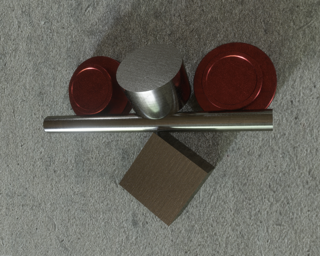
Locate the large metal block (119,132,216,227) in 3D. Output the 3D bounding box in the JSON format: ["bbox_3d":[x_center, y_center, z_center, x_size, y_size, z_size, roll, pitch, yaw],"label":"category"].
[{"bbox_3d":[0.010,0.060,0.391,0.080,0.050,0.080,37,102,16],"label":"large metal block"}]

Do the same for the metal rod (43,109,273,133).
[{"bbox_3d":[-0.017,-0.007,0.393,0.301,0.025,0.025,-1,90,19],"label":"metal rod"}]

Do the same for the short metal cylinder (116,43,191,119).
[{"bbox_3d":[-0.006,-0.057,0.379,0.080,0.050,0.080,-10,52,13],"label":"short metal cylinder"}]

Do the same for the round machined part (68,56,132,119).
[{"bbox_3d":[-0.086,-0.052,0.431,0.098,0.042,0.097,0,90,20],"label":"round machined part"}]

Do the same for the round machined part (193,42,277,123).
[{"bbox_3d":[0.088,-0.054,0.370,0.098,0.042,0.097,0,90,20],"label":"round machined part"}]
